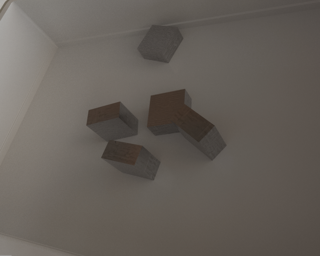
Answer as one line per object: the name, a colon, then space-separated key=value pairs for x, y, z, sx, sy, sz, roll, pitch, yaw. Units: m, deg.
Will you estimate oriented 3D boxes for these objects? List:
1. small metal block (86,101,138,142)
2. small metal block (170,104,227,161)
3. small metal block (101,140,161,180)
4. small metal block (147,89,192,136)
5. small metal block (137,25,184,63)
small metal block: x=-0.065 y=-0.007 z=0.428 sx=0.050 sy=0.050 sz=0.025 roll=-13 pitch=57 yaw=21
small metal block: x=0.045 y=0.005 z=0.363 sx=0.025 sy=0.050 sz=0.050 roll=-46 pitch=51 yaw=-4
small metal block: x=-0.035 y=0.040 z=0.384 sx=0.050 sy=0.050 sz=0.025 roll=8 pitch=66 yaw=31
small metal block: x=0.013 y=-0.020 z=0.411 sx=0.050 sy=0.025 sz=0.050 roll=-9 pitch=58 yaw=23
small metal block: x=0.001 y=-0.133 z=0.487 sx=0.050 sy=0.025 sz=0.050 roll=18 pitch=71 yaw=35
